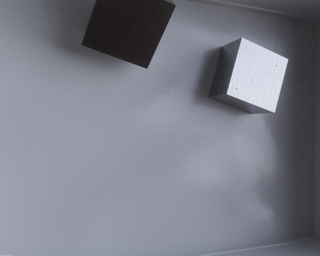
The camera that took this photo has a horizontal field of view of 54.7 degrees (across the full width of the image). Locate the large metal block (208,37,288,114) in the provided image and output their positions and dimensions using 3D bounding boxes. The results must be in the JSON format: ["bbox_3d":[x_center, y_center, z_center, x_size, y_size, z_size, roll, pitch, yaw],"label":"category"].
[{"bbox_3d":[0.125,-0.071,0.443,0.081,0.050,0.080,18,84,-19],"label":"large metal block"}]

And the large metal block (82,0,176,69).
[{"bbox_3d":[-0.039,-0.127,0.363,0.081,0.050,0.079,17,120,-20],"label":"large metal block"}]
